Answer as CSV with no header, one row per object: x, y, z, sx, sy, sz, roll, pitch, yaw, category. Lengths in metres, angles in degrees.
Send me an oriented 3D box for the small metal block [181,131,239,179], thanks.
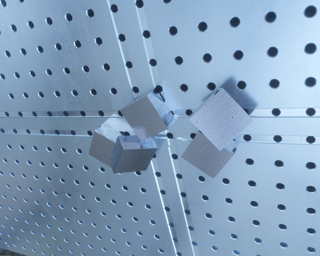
0.063,0.029,0.395,0.050,0.025,0.050,34,129,5,small metal block

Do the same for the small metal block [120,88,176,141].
-0.016,-0.017,0.408,0.050,0.025,0.050,-24,106,36,small metal block

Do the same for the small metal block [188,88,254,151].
0.068,-0.010,0.353,0.050,0.025,0.050,-44,94,6,small metal block

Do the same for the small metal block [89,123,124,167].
-0.075,0.028,0.467,0.050,0.025,0.050,29,128,9,small metal block

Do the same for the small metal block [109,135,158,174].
-0.038,0.036,0.434,0.025,0.050,0.050,63,141,37,small metal block
